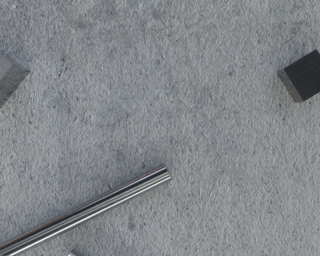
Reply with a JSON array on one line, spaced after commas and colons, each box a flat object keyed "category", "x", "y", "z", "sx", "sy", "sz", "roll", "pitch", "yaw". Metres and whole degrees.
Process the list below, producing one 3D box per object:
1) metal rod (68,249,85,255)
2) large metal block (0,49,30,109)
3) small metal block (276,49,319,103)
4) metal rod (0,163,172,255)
[{"category": "metal rod", "x": 0.005, "y": 0.250, "z": 0.410, "sx": 0.301, "sy": 0.025, "sz": 0.025, "roll": 32, "pitch": 90, "yaw": -1}, {"category": "large metal block", "x": -0.233, "y": -0.070, "z": 0.394, "sx": 0.080, "sy": 0.050, "sz": 0.080, "roll": 37, "pitch": 90, "yaw": -1}, {"category": "small metal block", "x": 0.194, "y": -0.068, "z": 0.413, "sx": 0.050, "sy": 0.025, "sz": 0.050, "roll": -32, "pitch": 90, "yaw": -1}, {"category": "metal rod", "x": -0.124, "y": 0.124, "z": 0.408, "sx": 0.301, "sy": 0.025, "sz": 0.025, "roll": -26, "pitch": 90, "yaw": -1}]
